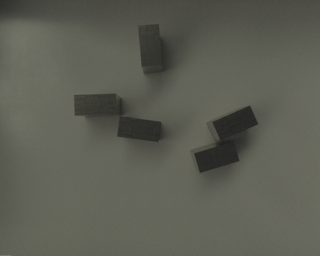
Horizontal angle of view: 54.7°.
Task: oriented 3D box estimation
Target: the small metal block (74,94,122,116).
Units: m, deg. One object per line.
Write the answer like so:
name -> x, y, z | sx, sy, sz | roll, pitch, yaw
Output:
small metal block -> -0.078, -0.028, 0.398 | 0.050, 0.050, 0.025 | -2, 90, -1

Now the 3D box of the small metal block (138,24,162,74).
small metal block -> -0.012, -0.100, 0.399 | 0.025, 0.050, 0.050 | -5, 90, 0

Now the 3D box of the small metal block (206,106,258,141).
small metal block -> 0.091, -0.006, 0.400 | 0.050, 0.050, 0.025 | -24, 90, 0

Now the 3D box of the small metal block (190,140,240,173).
small metal block -> 0.069, 0.035, 0.400 | 0.050, 0.050, 0.025 | -17, 90, 0

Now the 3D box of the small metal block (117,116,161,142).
small metal block -> -0.025, 0.001, 0.399 | 0.050, 0.050, 0.025 | 8, 90, -1
